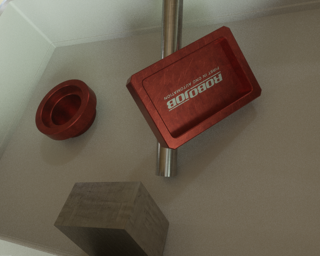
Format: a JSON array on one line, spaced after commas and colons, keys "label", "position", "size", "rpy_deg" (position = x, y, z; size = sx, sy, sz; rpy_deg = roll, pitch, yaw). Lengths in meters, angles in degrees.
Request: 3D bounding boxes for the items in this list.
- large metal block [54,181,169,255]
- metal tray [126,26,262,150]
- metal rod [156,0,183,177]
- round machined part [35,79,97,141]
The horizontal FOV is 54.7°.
[{"label": "large metal block", "position": [-0.046, 0.101, 0.325], "size": [0.080, 0.080, 0.050], "rpy_deg": [-6, 43, 25]}, {"label": "metal tray", "position": [0.040, -0.045, 0.350], "size": [0.131, 0.090, 0.030], "rpy_deg": [-31, 7, -14]}, {"label": "metal rod", "position": [0.013, -0.093, 0.374], "size": [0.025, 0.025, 0.298], "rpy_deg": [1, 88, 28]}, {"label": "round machined part", "position": [-0.139, -0.024, 0.480], "size": [0.098, 0.042, 0.098], "rpy_deg": [-13, 56, 20]}]
